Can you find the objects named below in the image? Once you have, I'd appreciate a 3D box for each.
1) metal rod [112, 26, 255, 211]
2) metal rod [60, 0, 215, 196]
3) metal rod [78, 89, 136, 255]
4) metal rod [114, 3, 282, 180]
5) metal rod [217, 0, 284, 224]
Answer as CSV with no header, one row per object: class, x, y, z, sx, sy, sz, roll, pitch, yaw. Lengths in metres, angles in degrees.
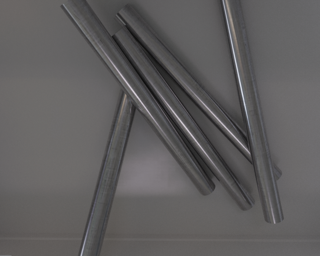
metal rod,0.039,0.001,0.403,0.025,0.025,0.300,-35,110,12
metal rod,-0.011,-0.021,0.377,0.025,0.025,0.300,-31,117,11
metal rod,-0.068,0.082,0.375,0.025,0.025,0.299,14,84,-5
metal rod,0.058,-0.034,0.398,0.025,0.025,0.300,-42,105,14
metal rod,0.115,-0.018,0.386,0.025,0.025,0.298,-14,103,5
